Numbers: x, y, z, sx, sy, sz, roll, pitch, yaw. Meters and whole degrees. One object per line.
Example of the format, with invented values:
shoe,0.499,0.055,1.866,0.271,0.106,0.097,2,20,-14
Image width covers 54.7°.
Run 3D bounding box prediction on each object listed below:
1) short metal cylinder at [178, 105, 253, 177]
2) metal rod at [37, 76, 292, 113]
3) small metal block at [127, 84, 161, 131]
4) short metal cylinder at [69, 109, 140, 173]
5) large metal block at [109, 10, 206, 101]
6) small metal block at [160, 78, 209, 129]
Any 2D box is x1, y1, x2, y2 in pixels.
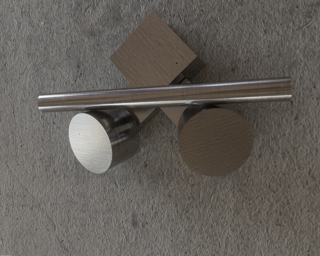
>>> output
short metal cylinder,0.061,0.009,0.360,0.080,0.050,0.079,0,108,1
metal rod,-0.011,-0.036,0.359,0.301,0.025,0.025,-1,90,19
small metal block,-0.032,-0.029,0.422,0.050,0.025,0.050,-45,76,13
short metal cylinder,-0.074,0.013,0.407,0.080,0.050,0.079,15,115,34
large metal block,-0.002,-0.085,0.395,0.080,0.050,0.080,-44,77,14
small metal block,0.036,-0.027,0.397,0.050,0.025,0.050,-45,76,14
